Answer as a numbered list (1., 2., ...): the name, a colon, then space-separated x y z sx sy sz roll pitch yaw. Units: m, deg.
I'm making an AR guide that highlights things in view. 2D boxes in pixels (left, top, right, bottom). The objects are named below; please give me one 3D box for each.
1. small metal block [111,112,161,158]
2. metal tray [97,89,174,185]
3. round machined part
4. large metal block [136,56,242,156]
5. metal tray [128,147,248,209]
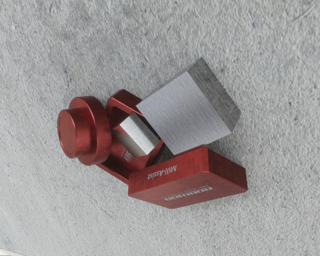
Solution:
1. small metal block: -0.034 0.010 0.403 0.050 0.025 0.050 48 157 -9
2. metal tray: -0.041 0.021 0.439 0.090 0.030 0.129 30 128 8
3. round machined part: -0.111 0.006 0.432 0.098 0.042 0.097 17 112 49
4. large metal block: 0.034 -0.022 0.361 0.080 0.050 0.080 -30 102 38
5. metal tray: 0.033 0.070 0.401 0.130 0.030 0.090 -25 141 37
